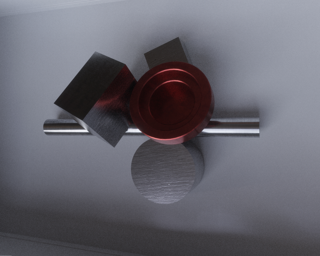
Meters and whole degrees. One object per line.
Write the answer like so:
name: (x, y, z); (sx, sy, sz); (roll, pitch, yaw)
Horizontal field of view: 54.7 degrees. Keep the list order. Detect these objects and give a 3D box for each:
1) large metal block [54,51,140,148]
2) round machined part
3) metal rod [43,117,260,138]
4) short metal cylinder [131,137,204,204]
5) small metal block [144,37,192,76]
large metal block: (-0.069, -0.034, 0.387); (0.050, 0.080, 0.080); (28, 76, 28)
round machined part: (0.017, -0.027, 0.373); (0.098, 0.042, 0.098); (-6, 70, 18)
metal rod: (-0.024, -0.001, 0.415); (0.301, 0.025, 0.025); (0, 90, 19)
short metal cylinder: (0.011, 0.050, 0.390); (0.080, 0.050, 0.079); (0, 90, 19)
small metal block: (0.014, -0.082, 0.404); (0.050, 0.025, 0.050); (-22, 83, 18)
